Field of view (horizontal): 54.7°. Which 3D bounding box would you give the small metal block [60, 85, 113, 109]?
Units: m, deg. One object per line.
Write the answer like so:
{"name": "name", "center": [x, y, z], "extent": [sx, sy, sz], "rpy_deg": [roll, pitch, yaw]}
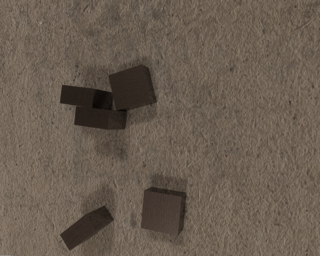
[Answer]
{"name": "small metal block", "center": [-0.101, -0.042, 0.430], "extent": [0.050, 0.050, 0.025], "rpy_deg": [9, 93, 19]}

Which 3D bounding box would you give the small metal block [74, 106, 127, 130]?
{"name": "small metal block", "center": [-0.080, -0.013, 0.423], "extent": [0.050, 0.050, 0.025], "rpy_deg": [8, 93, 19]}

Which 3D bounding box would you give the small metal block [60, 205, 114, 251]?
{"name": "small metal block", "center": [-0.100, 0.138, 0.430], "extent": [0.050, 0.050, 0.025], "rpy_deg": [-40, 78, 15]}

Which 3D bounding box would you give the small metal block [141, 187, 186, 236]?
{"name": "small metal block", "center": [0.005, 0.108, 0.406], "extent": [0.050, 0.025, 0.050], "rpy_deg": [6, 92, 19]}

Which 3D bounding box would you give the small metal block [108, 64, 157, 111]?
{"name": "small metal block", "center": [-0.037, -0.053, 0.421], "extent": [0.050, 0.025, 0.050], "rpy_deg": [-14, 85, 19]}
